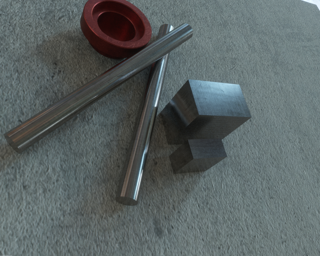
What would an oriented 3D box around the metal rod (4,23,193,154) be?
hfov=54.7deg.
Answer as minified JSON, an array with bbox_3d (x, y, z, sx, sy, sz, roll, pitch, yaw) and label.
[{"bbox_3d":[-0.055,-0.067,0.396,0.025,0.025,0.302,47,57,4],"label":"metal rod"}]

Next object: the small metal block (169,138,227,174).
[{"bbox_3d":[0.047,0.036,0.393,0.050,0.050,0.025,0,62,-29],"label":"small metal block"}]

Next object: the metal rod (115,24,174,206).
[{"bbox_3d":[-0.013,-0.041,0.423,0.025,0.025,0.300,22,53,-15],"label":"metal rod"}]

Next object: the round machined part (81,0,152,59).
[{"bbox_3d":[-0.065,-0.139,0.444,0.099,0.042,0.098,14,56,-21],"label":"round machined part"}]

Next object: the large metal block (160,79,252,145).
[{"bbox_3d":[0.058,-0.018,0.412,0.081,0.080,0.050,1,61,-28],"label":"large metal block"}]
